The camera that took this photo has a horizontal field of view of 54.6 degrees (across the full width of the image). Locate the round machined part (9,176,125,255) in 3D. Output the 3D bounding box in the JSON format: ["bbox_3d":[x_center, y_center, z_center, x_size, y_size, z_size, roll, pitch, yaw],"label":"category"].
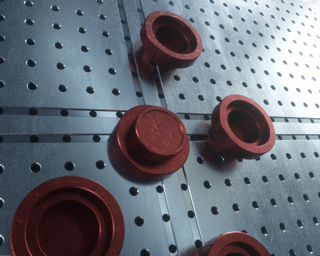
[{"bbox_3d":[-0.087,0.098,0.290,0.099,0.042,0.098,13,56,-21],"label":"round machined part"}]

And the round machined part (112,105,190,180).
[{"bbox_3d":[-0.006,0.012,0.386,0.099,0.042,0.098,13,56,-21],"label":"round machined part"}]

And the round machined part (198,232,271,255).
[{"bbox_3d":[0.080,0.167,0.337,0.099,0.042,0.098,13,56,-21],"label":"round machined part"}]

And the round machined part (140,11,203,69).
[{"bbox_3d":[0.014,-0.132,0.484,0.099,0.042,0.098,13,56,-21],"label":"round machined part"}]

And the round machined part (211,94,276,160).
[{"bbox_3d":[0.117,0.002,0.458,0.099,0.042,0.098,13,56,-21],"label":"round machined part"}]
